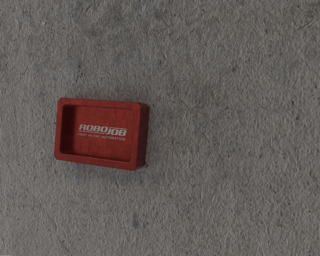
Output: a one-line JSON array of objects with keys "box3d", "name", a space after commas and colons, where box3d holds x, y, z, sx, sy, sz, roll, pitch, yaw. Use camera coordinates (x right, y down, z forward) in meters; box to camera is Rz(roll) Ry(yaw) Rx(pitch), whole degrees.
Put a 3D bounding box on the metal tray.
[{"box3d": [-0.083, 0.006, 0.436, 0.130, 0.030, 0.090, 5, 92, 20], "name": "metal tray"}]
